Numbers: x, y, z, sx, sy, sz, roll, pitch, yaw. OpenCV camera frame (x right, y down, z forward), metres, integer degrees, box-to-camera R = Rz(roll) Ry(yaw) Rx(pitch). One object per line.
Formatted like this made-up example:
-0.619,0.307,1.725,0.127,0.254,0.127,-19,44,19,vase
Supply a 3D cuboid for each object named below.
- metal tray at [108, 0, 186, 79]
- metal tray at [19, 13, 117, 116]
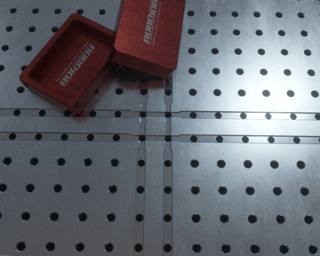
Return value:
-0.016,-0.145,0.445,0.091,0.030,0.130,15,69,-19,metal tray
-0.120,-0.093,0.441,0.090,0.030,0.130,29,72,9,metal tray
